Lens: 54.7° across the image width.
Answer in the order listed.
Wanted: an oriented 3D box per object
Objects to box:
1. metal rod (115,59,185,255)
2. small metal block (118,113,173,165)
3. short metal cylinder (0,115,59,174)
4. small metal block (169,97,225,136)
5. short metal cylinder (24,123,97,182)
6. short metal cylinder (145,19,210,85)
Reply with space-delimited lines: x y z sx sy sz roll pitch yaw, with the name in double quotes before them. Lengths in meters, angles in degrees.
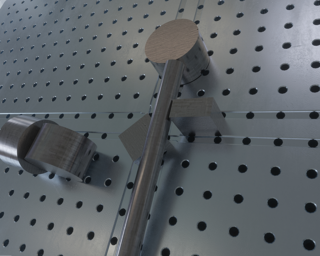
"metal rod" -0.015 0.057 0.357 0.025 0.025 0.299 4 71 30
"small metal block" -0.020 0.017 0.408 0.050 0.025 0.050 -38 51 2
"short metal cylinder" -0.189 0.024 0.457 0.050 0.080 0.080 11 67 32
"small metal block" 0.046 -0.012 0.376 0.050 0.050 0.025 -1 62 28
"short metal cylinder" -0.133 0.034 0.422 0.080 0.080 0.050 7 65 31
"short metal cylinder" 0.025 -0.109 0.445 0.080 0.050 0.080 -13 55 21
